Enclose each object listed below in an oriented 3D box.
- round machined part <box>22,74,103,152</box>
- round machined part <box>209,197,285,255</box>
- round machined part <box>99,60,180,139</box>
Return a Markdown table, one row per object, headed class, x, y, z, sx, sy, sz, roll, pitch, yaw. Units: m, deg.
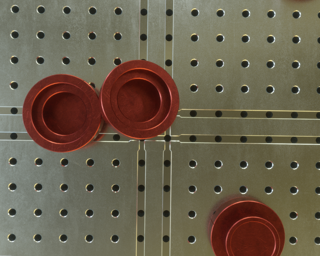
| class | x | y | z | sx | sy | sz | roll | pitch | yaw |
| --- | --- | --- | --- | --- | --- | --- | --- | --- | --- |
| round machined part | -0.121 | -0.019 | 0.403 | 0.099 | 0.042 | 0.097 | 0 | 90 | 0 |
| round machined part | 0.116 | 0.144 | 0.407 | 0.099 | 0.042 | 0.097 | 0 | 90 | -1 |
| round machined part | -0.028 | -0.034 | 0.395 | 0.099 | 0.042 | 0.097 | 2 | 85 | -19 |
